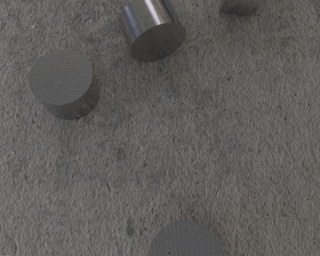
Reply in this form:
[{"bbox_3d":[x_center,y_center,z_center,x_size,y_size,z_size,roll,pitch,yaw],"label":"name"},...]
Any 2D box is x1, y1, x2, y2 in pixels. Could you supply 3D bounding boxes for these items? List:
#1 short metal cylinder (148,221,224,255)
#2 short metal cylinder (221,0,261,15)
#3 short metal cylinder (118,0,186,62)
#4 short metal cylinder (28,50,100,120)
[{"bbox_3d":[0.027,0.145,0.342,0.081,0.050,0.080,0,70,0],"label":"short metal cylinder"},{"bbox_3d":[0.122,-0.212,0.457,0.050,0.080,0.080,10,70,4],"label":"short metal cylinder"},{"bbox_3d":[-0.011,-0.136,0.428,0.080,0.080,0.050,-20,72,-7],"label":"short metal cylinder"},{"bbox_3d":[-0.125,-0.057,0.415,0.081,0.050,0.080,0,70,0],"label":"short metal cylinder"}]
